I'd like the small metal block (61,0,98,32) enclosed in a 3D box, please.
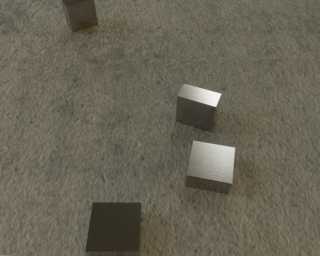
[{"bbox_3d":[-0.144,-0.208,0.560,0.050,0.050,0.025,-26,55,-20],"label":"small metal block"}]

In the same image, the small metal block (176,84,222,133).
[{"bbox_3d":[0.050,-0.026,0.409,0.050,0.050,0.025,18,52,14],"label":"small metal block"}]

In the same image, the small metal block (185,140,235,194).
[{"bbox_3d":[0.059,0.046,0.366,0.050,0.025,0.050,10,51,7],"label":"small metal block"}]

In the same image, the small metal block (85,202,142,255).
[{"bbox_3d":[-0.045,0.104,0.315,0.050,0.025,0.050,0,50,0],"label":"small metal block"}]
